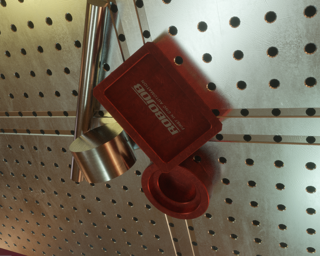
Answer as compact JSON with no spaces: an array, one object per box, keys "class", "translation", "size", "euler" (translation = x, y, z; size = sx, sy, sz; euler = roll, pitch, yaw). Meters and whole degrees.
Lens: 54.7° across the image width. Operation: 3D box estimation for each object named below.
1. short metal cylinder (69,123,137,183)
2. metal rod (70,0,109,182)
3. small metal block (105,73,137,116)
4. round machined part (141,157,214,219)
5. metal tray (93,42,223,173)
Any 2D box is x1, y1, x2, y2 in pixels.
[{"class":"short metal cylinder","translation":[-0.079,0.033,0.436],"size":[0.080,0.080,0.050],"euler":[-7,115,31]},{"class":"metal rod","translation":[-0.107,-0.030,0.446],"size":[0.025,0.025,0.298],"euler":[26,127,12]},{"class":"small metal block","translation":[-0.047,-0.043,0.408],"size":[0.050,0.025,0.050],"euler":[37,129,3]},{"class":"round machined part","translation":[0.027,0.076,0.432],"size":[0.098,0.042,0.097],"euler":[13,124,20]},{"class":"metal tray","translation":[-0.002,-0.023,0.365],"size":[0.090,0.030,0.130],"euler":[-40,97,7]}]
